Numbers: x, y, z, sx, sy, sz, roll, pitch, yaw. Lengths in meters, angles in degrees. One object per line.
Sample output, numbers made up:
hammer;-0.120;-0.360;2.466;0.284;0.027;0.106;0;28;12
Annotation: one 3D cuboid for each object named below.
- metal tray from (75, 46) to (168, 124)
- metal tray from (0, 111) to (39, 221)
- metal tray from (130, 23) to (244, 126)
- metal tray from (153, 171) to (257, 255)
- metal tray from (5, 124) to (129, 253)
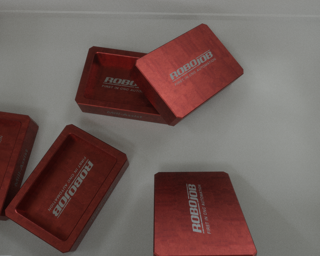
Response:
metal tray;-0.040;-0.060;0.428;0.131;0.030;0.090;8;70;2
metal tray;-0.218;0.043;0.388;0.091;0.030;0.130;8;70;2
metal tray;0.038;-0.073;0.408;0.131;0.030;0.090;-36;86;-27
metal tray;0.039;0.095;0.329;0.091;0.030;0.130;0;25;-1
metal tray;-0.109;0.071;0.379;0.090;0.030;0.130;28;72;9
